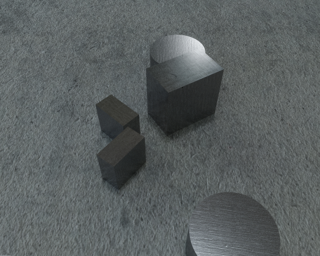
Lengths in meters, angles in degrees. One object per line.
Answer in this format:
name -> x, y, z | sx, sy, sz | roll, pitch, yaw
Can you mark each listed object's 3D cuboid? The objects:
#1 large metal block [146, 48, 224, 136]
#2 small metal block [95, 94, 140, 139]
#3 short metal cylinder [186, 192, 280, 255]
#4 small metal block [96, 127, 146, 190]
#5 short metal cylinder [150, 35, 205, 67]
large metal block -> 0.030, -0.047, 0.407 | 0.081, 0.080, 0.050 | -25, 55, -20
small metal block -> -0.052, -0.006, 0.392 | 0.050, 0.050, 0.025 | 36, 59, 26
short metal cylinder -> 0.066, 0.109, 0.296 | 0.081, 0.050, 0.080 | 0, 50, 0
small metal block -> -0.043, 0.035, 0.357 | 0.025, 0.050, 0.050 | 31, 56, 23
short metal cylinder -> 0.025, -0.097, 0.469 | 0.081, 0.050, 0.080 | 0, 50, 0
